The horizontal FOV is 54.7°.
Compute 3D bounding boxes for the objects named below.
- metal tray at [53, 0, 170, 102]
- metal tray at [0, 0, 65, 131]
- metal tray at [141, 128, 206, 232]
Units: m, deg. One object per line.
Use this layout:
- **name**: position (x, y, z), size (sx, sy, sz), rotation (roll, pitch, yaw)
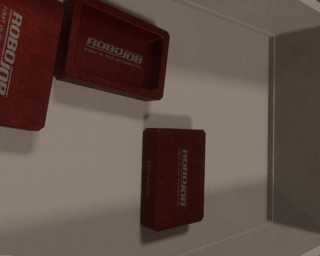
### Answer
- **metal tray**: position (-0.050, -0.087, 0.362), size (0.131, 0.030, 0.089), rotation (10, 83, -40)
- **metal tray**: position (-0.145, -0.067, 0.282), size (0.091, 0.030, 0.129), rotation (13, 82, -40)
- **metal tray**: position (0.020, 0.066, 0.423), size (0.091, 0.030, 0.129), rotation (2, 89, -40)
